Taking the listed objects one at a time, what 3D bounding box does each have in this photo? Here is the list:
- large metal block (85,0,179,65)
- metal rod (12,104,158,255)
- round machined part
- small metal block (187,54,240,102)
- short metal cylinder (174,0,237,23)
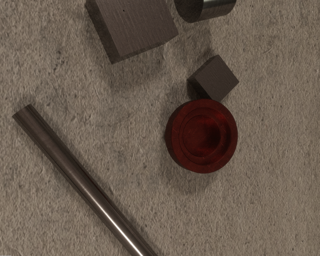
[{"bbox_3d":[-0.035,-0.134,0.383,0.081,0.050,0.080,-26,99,-18],"label":"large metal block"},{"bbox_3d":[-0.070,0.097,0.383,0.025,0.025,0.299,-40,103,-16],"label":"metal rod"},{"bbox_3d":[0.052,0.010,0.421,0.099,0.042,0.097,0,90,-21],"label":"round machined part"},{"bbox_3d":[0.075,-0.067,0.438,0.050,0.025,0.050,-45,104,-15],"label":"small metal block"},{"bbox_3d":[0.056,-0.182,0.401,0.050,0.080,0.080,-19,97,-19],"label":"short metal cylinder"}]
